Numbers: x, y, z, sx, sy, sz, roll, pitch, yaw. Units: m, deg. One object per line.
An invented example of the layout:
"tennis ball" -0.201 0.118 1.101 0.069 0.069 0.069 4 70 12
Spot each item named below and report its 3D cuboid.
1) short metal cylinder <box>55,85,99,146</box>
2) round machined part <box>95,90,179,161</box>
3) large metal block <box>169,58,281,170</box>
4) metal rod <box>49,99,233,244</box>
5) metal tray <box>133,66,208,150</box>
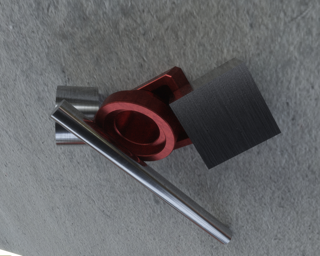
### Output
"short metal cylinder" -0.109 -0.015 0.410 0.050 0.080 0.079 1 126 -14
"round machined part" -0.024 -0.007 0.373 0.098 0.042 0.097 11 137 11
"large metal block" 0.065 -0.017 0.325 0.080 0.050 0.080 -29 104 10
"metal rod" -0.008 0.069 0.397 0.300 0.025 0.025 41 131 -23
"metal tray" -0.009 -0.012 0.401 0.130 0.030 0.090 -22 107 36
